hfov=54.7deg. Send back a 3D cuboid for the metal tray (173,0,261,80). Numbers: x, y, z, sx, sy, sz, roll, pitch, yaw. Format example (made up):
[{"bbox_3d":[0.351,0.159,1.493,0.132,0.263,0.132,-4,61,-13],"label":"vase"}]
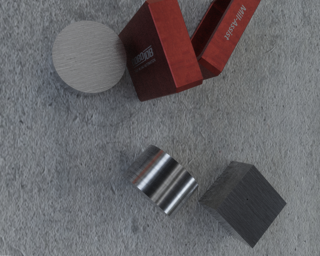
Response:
[{"bbox_3d":[0.072,-0.122,0.400,0.030,0.090,0.130,33,79,-17],"label":"metal tray"}]

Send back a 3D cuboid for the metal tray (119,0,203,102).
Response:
[{"bbox_3d":[-0.006,-0.081,0.351,0.030,0.130,0.090,-22,98,-19],"label":"metal tray"}]

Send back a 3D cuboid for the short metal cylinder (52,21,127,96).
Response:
[{"bbox_3d":[-0.085,-0.079,0.364,0.081,0.050,0.079,0,90,-20],"label":"short metal cylinder"}]

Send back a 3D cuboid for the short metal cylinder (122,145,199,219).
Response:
[{"bbox_3d":[0.000,0.066,0.380,0.080,0.080,0.050,46,76,-15],"label":"short metal cylinder"}]

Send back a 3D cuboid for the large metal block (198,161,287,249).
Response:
[{"bbox_3d":[0.116,0.105,0.439,0.080,0.050,0.080,-46,105,-14],"label":"large metal block"}]
